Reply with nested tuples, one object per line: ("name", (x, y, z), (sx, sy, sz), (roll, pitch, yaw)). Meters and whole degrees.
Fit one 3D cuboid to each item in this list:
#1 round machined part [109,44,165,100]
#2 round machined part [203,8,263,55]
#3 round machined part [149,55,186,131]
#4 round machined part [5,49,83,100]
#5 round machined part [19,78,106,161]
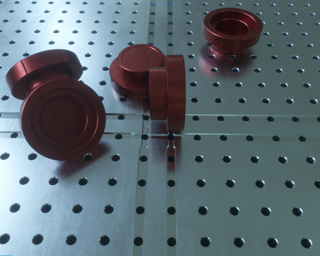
("round machined part", (-0.028, -0.092, 0.474), (0.099, 0.042, 0.098), (0, 50, 0))
("round machined part", (0.123, -0.163, 0.535), (0.099, 0.042, 0.098), (0, 50, 0))
("round machined part", (0.008, -0.044, 0.398), (0.042, 0.098, 0.098), (-1, 50, 0))
("round machined part", (-0.149, -0.061, 0.419), (0.099, 0.098, 0.042), (-24, 82, -19))
("round machined part", (-0.121, -0.011, 0.382), (0.099, 0.098, 0.042), (-32, 21, -24))
